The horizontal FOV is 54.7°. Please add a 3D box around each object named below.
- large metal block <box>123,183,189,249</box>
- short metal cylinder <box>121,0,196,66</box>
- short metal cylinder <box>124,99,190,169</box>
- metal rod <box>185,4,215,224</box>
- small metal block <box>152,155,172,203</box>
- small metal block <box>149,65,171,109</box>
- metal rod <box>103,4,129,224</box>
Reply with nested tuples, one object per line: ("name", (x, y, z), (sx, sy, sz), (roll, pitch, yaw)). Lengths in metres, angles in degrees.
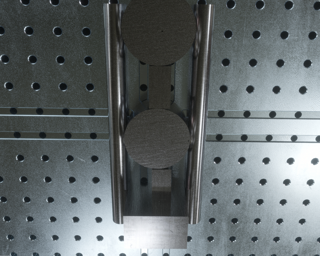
("large metal block", (-0.005, 0.118, 0.427), (0.081, 0.080, 0.050), (1, 110, -1))
("short metal cylinder", (-0.001, -0.116, 0.357), (0.081, 0.050, 0.079), (0, 110, 0))
("short metal cylinder", (-0.003, 0.006, 0.402), (0.081, 0.050, 0.079), (0, 110, 0))
("metal rod", (0.050, -0.004, 0.411), (0.025, 0.025, 0.298), (1, 110, 0))
("small metal block", (0.002, 0.067, 0.424), (0.025, 0.050, 0.050), (0, 110, 0))
("small metal block", (0.000, -0.055, 0.378), (0.025, 0.050, 0.050), (1, 110, 0))
("metal rod", (-0.056, -0.004, 0.410), (0.025, 0.025, 0.298), (1, 110, 0))
